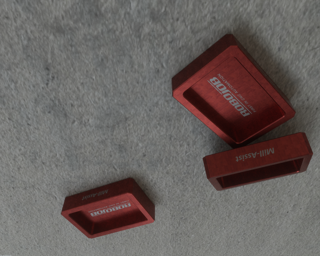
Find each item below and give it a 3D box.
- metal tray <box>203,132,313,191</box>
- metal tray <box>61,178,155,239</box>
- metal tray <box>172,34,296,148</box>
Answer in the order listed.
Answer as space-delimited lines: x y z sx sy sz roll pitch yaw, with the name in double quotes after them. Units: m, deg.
0.132 0.050 0.425 0.130 0.030 0.090 -16 154 12 "metal tray"
-0.085 0.137 0.519 0.130 0.030 0.090 -19 128 15 "metal tray"
0.089 -0.037 0.373 0.090 0.030 0.130 -37 122 26 "metal tray"
